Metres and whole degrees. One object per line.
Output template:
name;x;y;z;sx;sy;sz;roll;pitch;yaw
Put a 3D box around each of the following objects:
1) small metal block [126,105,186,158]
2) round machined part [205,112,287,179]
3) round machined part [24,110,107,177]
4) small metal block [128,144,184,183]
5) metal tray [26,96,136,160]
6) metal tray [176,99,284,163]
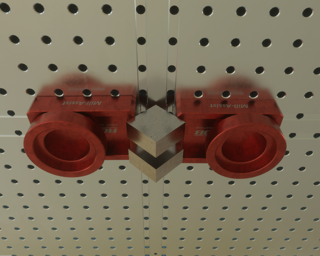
small metal block;-0.005;0.002;0.378;0.050;0.050;0.025;33;139;32
round machined part;0.107;0.018;0.400;0.099;0.042;0.097;0;130;0
round machined part;-0.117;0.016;0.396;0.099;0.042;0.097;0;130;0
small metal block;-0.005;0.036;0.407;0.050;0.050;0.025;33;139;32
metal tray;-0.095;0.002;0.411;0.131;0.030;0.089;-1;132;0
metal tray;0.086;0.006;0.415;0.131;0.030;0.089;0;131;-1
